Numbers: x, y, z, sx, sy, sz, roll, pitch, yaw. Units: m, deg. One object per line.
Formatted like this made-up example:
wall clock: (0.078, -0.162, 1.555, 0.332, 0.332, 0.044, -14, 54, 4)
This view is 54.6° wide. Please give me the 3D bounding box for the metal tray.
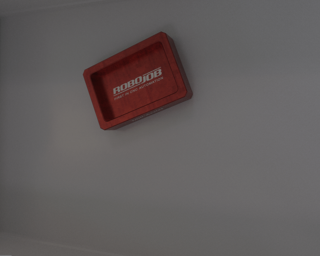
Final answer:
metal tray: (-0.032, -0.060, 0.419, 0.130, 0.030, 0.090, -22, 83, 18)
